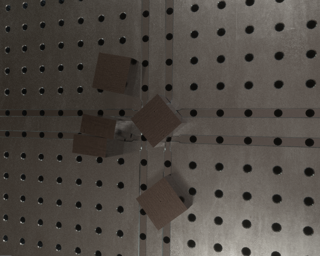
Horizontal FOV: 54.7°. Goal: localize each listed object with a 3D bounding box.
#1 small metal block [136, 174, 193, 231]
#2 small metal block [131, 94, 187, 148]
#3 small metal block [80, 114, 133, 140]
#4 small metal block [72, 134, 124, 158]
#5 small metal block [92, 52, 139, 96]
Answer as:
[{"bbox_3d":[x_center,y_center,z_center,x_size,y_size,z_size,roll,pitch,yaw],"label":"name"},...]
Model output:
[{"bbox_3d":[0.006,0.098,0.410,0.050,0.025,0.050,-40,78,15],"label":"small metal block"},{"bbox_3d":[-0.002,-0.009,0.412,0.050,0.025,0.050,-42,77,15],"label":"small metal block"},{"bbox_3d":[-0.072,-0.002,0.423,0.050,0.050,0.025,11,94,19],"label":"small metal block"},{"bbox_3d":[-0.084,0.023,0.428,0.050,0.050,0.025,6,92,19],"label":"small metal block"},{"bbox_3d":[-0.062,-0.075,0.433,0.050,0.025,0.050,14,95,19],"label":"small metal block"}]
